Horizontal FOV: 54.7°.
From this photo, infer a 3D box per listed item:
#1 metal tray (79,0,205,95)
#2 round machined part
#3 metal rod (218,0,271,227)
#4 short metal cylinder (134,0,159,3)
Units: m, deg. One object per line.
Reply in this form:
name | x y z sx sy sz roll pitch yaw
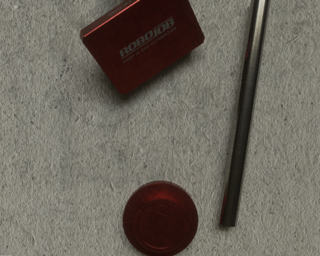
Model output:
metal tray | -0.019 -0.113 0.383 0.130 0.030 0.090 -34 126 0
round machined part | 0.001 0.120 0.402 0.099 0.042 0.097 0 90 0
metal rod | 0.111 -0.021 0.410 0.025 0.025 0.298 9 90 0
short metal cylinder | -0.019 -0.210 0.397 0.081 0.050 0.080 0 90 0
